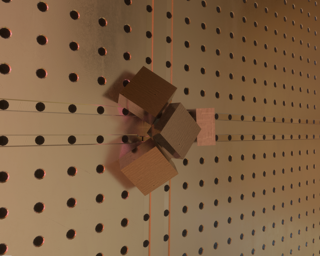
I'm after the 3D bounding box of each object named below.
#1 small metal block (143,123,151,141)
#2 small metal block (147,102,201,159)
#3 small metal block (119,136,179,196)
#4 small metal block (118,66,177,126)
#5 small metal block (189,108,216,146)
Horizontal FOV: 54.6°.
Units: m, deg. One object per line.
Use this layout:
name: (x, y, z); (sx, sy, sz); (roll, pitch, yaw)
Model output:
small metal block: (0.006, 0.004, 0.413); (0.050, 0.025, 0.050); (2, 92, -40)
small metal block: (0.019, 0.004, 0.391); (0.050, 0.025, 0.050); (49, 61, -29)
small metal block: (-0.014, 0.047, 0.380); (0.050, 0.025, 0.050); (-35, 117, 6)
small metal block: (-0.015, -0.039, 0.379); (0.050, 0.025, 0.050); (34, 64, 4)
small metal block: (0.058, -0.002, 0.437); (0.025, 0.050, 0.050); (-2, 92, -7)
